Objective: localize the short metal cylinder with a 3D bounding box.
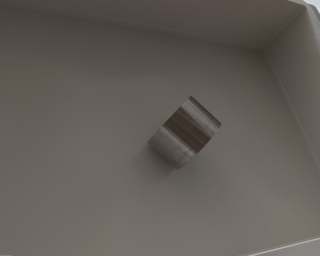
[{"bbox_3d":[0.030,0.006,0.385,0.050,0.080,0.080,43,51,1],"label":"short metal cylinder"}]
